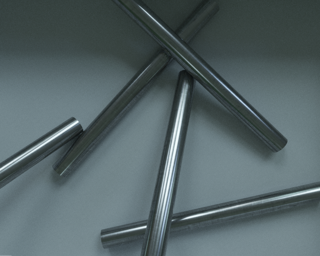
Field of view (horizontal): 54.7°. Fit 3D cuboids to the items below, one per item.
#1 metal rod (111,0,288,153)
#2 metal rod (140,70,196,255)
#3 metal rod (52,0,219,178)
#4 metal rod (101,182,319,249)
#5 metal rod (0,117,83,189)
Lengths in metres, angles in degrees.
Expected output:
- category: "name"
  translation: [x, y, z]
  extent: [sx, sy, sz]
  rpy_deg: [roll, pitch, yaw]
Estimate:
- category: "metal rod"
  translation: [0.048, -0.075, 0.391]
  extent: [0.300, 0.025, 0.025]
  rpy_deg: [42, 90, -8]
- category: "metal rod"
  translation: [0.008, 0.062, 0.349]
  extent: [0.025, 0.025, 0.300]
  rpy_deg: [12, 64, 0]
- category: "metal rod"
  translation: [-0.032, -0.054, 0.410]
  extent: [0.025, 0.025, 0.300]
  rpy_deg: [42, 90, 0]
- category: "metal rod"
  translation: [0.072, 0.115, 0.411]
  extent: [0.302, 0.025, 0.025]
  rpy_deg: [-12, 90, 0]
- category: "metal rod"
  translation: [-0.214, 0.078, 0.341]
  extent: [0.302, 0.025, 0.025]
  rpy_deg: [-38, 90, -28]
